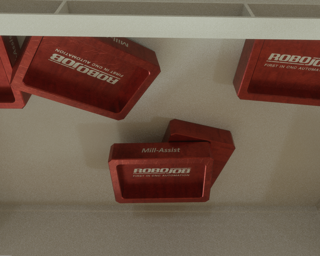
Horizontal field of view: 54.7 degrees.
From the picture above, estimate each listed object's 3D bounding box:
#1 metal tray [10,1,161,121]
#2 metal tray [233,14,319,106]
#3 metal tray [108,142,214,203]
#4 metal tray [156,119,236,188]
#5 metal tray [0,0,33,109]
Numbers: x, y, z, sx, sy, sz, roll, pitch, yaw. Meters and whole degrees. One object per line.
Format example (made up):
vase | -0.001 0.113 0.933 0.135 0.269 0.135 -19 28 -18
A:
metal tray | -0.077 -0.063 0.331 0.131 0.030 0.090 18 129 -32
metal tray | 0.158 -0.071 0.346 0.131 0.030 0.089 4 130 -4
metal tray | 0.002 0.062 0.418 0.131 0.030 0.089 -1 130 1
metal tray | 0.041 0.052 0.451 0.091 0.030 0.129 12 129 -11
metal tray | -0.202 -0.081 0.334 0.091 0.030 0.129 0 130 -1
